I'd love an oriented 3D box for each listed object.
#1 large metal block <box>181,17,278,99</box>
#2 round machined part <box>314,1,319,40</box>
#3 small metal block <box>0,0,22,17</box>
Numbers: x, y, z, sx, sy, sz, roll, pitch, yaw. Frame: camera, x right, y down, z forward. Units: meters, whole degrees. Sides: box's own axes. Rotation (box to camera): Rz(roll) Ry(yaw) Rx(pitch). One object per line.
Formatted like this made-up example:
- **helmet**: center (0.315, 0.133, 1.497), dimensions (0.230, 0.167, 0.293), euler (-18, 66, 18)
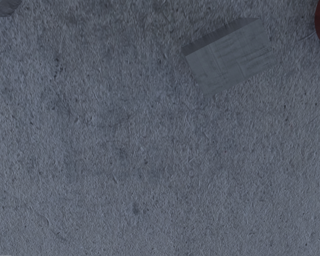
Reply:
- **large metal block**: center (0.073, -0.082, 0.351), dimensions (0.080, 0.080, 0.050), euler (-26, 108, 9)
- **round machined part**: center (0.226, -0.132, 0.354), dimensions (0.099, 0.042, 0.097), euler (0, 110, 0)
- **small metal block**: center (-0.189, -0.150, 0.339), dimensions (0.025, 0.050, 0.050), euler (-43, 105, 14)
